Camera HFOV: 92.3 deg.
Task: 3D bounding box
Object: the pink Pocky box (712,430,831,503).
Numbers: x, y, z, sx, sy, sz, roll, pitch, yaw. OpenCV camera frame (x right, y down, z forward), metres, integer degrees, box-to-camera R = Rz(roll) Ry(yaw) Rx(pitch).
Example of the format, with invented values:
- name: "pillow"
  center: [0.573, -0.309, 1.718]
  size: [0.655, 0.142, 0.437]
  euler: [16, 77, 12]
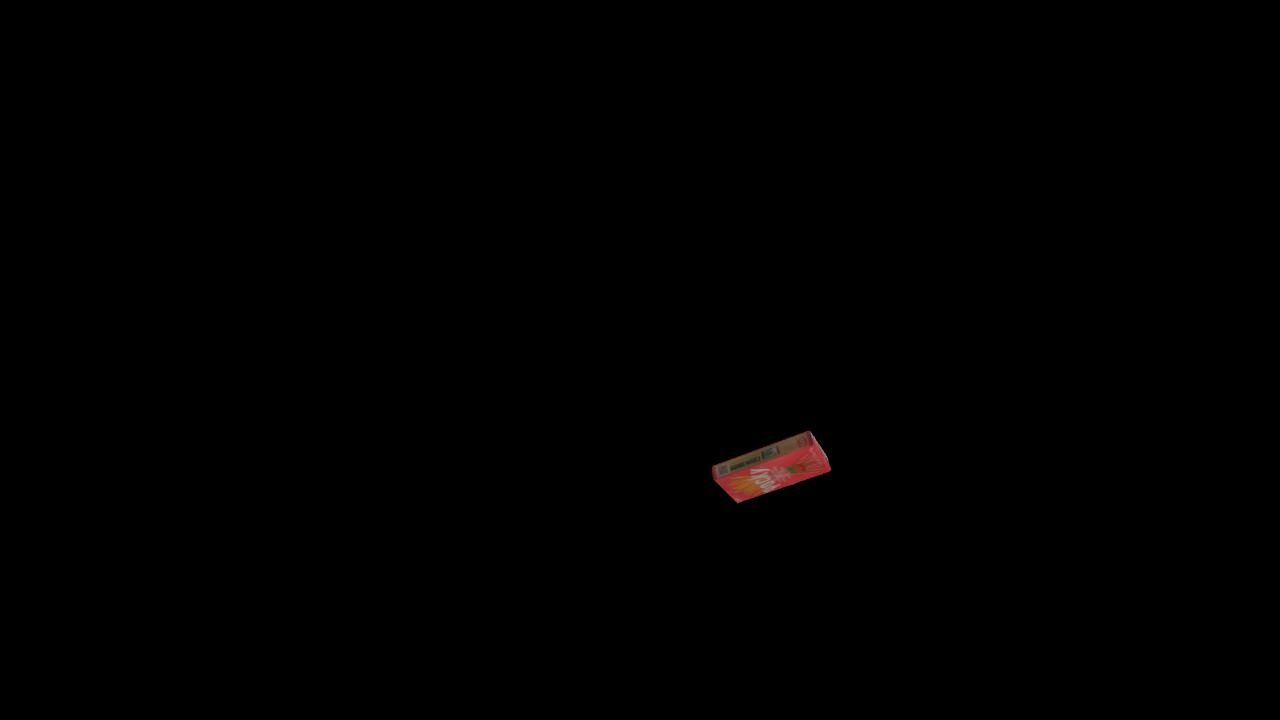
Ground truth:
- name: "pink Pocky box"
  center: [0.192, 0.159, 0.900]
  size: [0.155, 0.029, 0.084]
  euler: [-24, -46, 19]
